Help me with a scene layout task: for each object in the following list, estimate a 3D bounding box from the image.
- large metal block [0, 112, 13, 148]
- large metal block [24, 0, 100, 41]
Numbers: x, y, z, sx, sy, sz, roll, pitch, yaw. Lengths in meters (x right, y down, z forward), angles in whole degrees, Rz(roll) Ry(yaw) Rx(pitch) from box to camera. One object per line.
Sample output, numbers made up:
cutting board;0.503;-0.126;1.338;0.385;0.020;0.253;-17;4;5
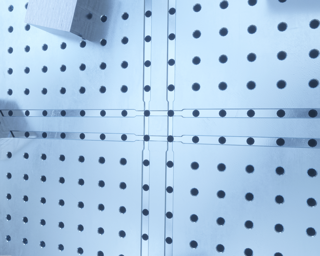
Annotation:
large metal block;-0.304;0.004;0.508;0.080;0.050;0.080;-35;79;17
large metal block;-0.139;-0.178;0.449;0.080;0.050;0.080;17;96;19
